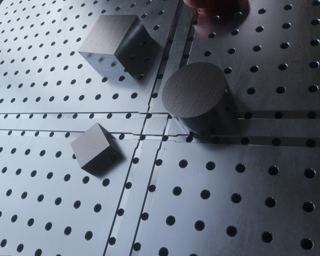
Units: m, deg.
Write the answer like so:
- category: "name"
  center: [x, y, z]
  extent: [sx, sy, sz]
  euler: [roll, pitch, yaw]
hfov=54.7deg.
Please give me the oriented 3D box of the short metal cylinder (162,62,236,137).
- category: "short metal cylinder"
  center: [0.049, -0.035, 0.387]
  extent: [0.080, 0.050, 0.080]
  euler: [-13, 56, 20]

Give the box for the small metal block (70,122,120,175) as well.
- category: "small metal block"
  center: [-0.093, 0.028, 0.438]
  extent: [0.050, 0.025, 0.050]
  euler: [-38, 51, 2]

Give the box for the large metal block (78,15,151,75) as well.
- category: "large metal block"
  center: [-0.075, -0.140, 0.516]
  extent: [0.080, 0.050, 0.080]
  euler: [13, 68, 33]

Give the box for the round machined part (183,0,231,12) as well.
- category: "round machined part"
  center: [0.082, -0.225, 0.492]
  extent: [0.098, 0.042, 0.098]
  euler: [-13, 56, 20]
